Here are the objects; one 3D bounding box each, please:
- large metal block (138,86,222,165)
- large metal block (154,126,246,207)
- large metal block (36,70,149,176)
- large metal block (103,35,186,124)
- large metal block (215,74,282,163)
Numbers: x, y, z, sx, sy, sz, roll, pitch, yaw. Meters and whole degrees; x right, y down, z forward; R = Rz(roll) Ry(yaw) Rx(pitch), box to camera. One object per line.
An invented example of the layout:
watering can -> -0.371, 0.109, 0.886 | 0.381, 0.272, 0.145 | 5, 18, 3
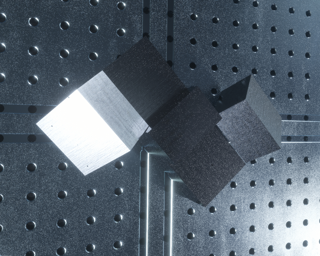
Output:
large metal block -> 0.016, -0.004, 0.389 | 0.080, 0.080, 0.050 | -44, 105, -15
large metal block -> 0.053, 0.045, 0.418 | 0.080, 0.050, 0.080 | -43, 102, -15
large metal block -> -0.075, -0.004, 0.348 | 0.080, 0.080, 0.050 | 51, 36, -13
large metal block -> -0.029, -0.054, 0.388 | 0.080, 0.050, 0.080 | -43, 104, -14
large metal block -> 0.121, -0.014, 0.421 | 0.080, 0.050, 0.080 | 51, 35, -14
